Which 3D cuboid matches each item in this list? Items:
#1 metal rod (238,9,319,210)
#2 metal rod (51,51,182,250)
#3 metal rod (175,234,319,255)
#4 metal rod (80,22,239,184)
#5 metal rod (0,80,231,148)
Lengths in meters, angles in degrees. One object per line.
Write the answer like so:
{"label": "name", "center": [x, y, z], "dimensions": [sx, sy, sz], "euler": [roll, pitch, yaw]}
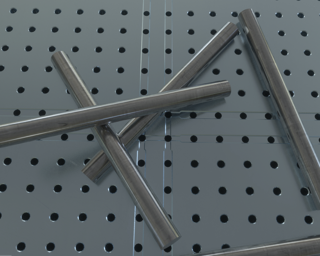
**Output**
{"label": "metal rod", "center": [0.169, -0.039, 0.427], "dimensions": [0.025, 0.025, 0.299], "euler": [-13, 71, -5]}
{"label": "metal rod", "center": [-0.067, 0.008, 0.382], "dimensions": [0.025, 0.025, 0.300], "euler": [-30, 64, -11]}
{"label": "metal rod", "center": [0.047, 0.156, 0.355], "dimensions": [0.302, 0.025, 0.025], "euler": [-7, 70, -3]}
{"label": "metal rod", "center": [0.009, -0.044, 0.427], "dimensions": [0.025, 0.025, 0.301], "euler": [40, 74, 13]}
{"label": "metal rod", "center": [-0.044, -0.022, 0.377], "dimensions": [0.303, 0.025, 0.025], "euler": [-14, 70, -22]}
